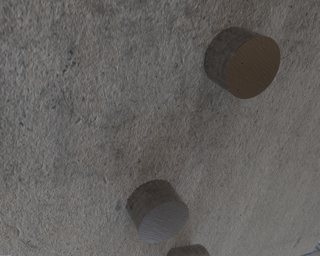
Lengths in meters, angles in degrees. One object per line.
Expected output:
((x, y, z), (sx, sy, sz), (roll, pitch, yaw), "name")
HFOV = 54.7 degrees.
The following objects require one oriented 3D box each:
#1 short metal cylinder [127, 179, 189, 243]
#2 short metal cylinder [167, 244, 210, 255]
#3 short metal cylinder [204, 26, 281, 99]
((-0.004, 0.125, 0.466), (0.081, 0.050, 0.079), (-14, 124, -21), "short metal cylinder")
((0.052, 0.254, 0.557), (0.050, 0.080, 0.079), (3, 117, -30), "short metal cylinder")
((0.104, -0.084, 0.396), (0.081, 0.050, 0.079), (-14, 124, -21), "short metal cylinder")
